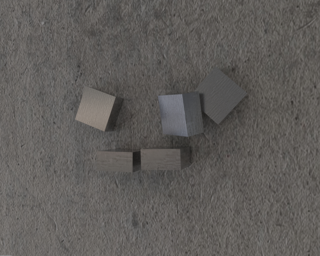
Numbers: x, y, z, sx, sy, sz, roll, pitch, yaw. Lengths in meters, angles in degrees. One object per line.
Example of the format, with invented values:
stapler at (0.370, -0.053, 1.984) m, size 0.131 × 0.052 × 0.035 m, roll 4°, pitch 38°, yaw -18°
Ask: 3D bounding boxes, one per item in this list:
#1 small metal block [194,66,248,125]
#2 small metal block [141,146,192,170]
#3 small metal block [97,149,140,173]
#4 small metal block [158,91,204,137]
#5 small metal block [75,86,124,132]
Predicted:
small metal block at (0.073, -0.039, 0.383) m, size 0.050 × 0.025 × 0.050 m, roll 44°, pitch 104°, yaw 14°
small metal block at (0.009, 0.037, 0.392) m, size 0.050 × 0.050 × 0.025 m, roll -2°, pitch 90°, yaw 20°
small metal block at (-0.049, 0.042, 0.413) m, size 0.050 × 0.050 × 0.025 m, roll 0°, pitch 90°, yaw 20°
small metal block at (0.025, -0.018, 0.382) m, size 0.050 × 0.025 × 0.050 m, roll 5°, pitch 106°, yaw 56°
small metal block at (-0.086, -0.027, 0.439) m, size 0.050 × 0.025 × 0.050 m, roll 21°, pitch 97°, yaw 18°
